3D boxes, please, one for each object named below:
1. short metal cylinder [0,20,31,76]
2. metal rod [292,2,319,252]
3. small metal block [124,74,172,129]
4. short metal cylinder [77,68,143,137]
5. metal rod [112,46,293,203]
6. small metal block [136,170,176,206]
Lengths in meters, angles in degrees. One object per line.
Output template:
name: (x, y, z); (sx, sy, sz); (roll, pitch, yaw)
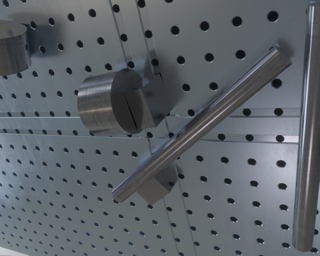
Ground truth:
short metal cylinder: (-0.222, -0.111, 0.424); (0.080, 0.080, 0.050); (19, 126, 17)
metal rod: (0.164, 0.022, 0.338); (0.025, 0.025, 0.298); (5, 121, 26)
small metal block: (-0.013, -0.033, 0.382); (0.025, 0.050, 0.050); (-7, 115, 31)
short metal cylinder: (-0.055, -0.030, 0.386); (0.050, 0.080, 0.080); (-5, 116, 30)
metal rod: (0.030, 0.015, 0.384); (0.025, 0.025, 0.299); (45, 123, -3)
small metal block: (-0.013, 0.083, 0.469); (0.050, 0.025, 0.050); (43, 129, -2)
